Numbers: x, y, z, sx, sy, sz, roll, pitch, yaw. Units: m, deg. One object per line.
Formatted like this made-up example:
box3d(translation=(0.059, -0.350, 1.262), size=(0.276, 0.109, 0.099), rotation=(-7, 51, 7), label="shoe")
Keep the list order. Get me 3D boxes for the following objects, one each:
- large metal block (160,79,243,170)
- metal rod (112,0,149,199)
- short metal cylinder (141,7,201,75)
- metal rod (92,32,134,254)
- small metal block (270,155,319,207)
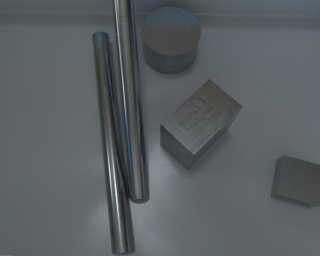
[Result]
box3d(translation=(0.047, -0.001, 0.381), size=(0.080, 0.080, 0.050), rotation=(-43, 76, -14), label="large metal block")
box3d(translation=(-0.037, -0.064, 0.372), size=(0.025, 0.025, 0.298), rotation=(-4, 93, -2), label="metal rod")
box3d(translation=(0.015, -0.124, 0.442), size=(0.081, 0.050, 0.080), rotation=(0, 70, 0), label="short metal cylinder")
box3d(translation=(-0.065, 0.004, 0.407), size=(0.025, 0.025, 0.299), rotation=(-8, 70, -3), label="metal rod")
box3d(translation=(0.171, 0.067, 0.387), size=(0.050, 0.025, 0.050), rotation=(16, 71, 5), label="small metal block")
